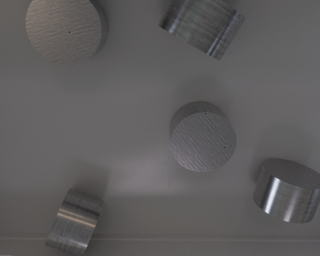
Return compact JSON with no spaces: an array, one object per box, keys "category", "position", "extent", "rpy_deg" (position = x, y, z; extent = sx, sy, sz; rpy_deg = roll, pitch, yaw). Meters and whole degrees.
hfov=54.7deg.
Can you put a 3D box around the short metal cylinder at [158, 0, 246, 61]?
[{"category":"short metal cylinder","position":[0.045,-0.116,0.339],"extent":[0.080,0.080,0.050],"rpy_deg":[27,108,-10]}]

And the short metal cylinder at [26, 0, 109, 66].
[{"category":"short metal cylinder","position":[-0.103,-0.115,0.354],"extent":[0.081,0.050,0.079],"rpy_deg":[0,110,0]}]

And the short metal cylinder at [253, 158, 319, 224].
[{"category":"short metal cylinder","position":[0.171,0.081,0.413],"extent":[0.081,0.080,0.050],"rpy_deg":[9,110,-4]}]

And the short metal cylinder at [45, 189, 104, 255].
[{"category":"short metal cylinder","position":[-0.117,0.130,0.429],"extent":[0.050,0.080,0.080],"rpy_deg":[23,109,-8]}]

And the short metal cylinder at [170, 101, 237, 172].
[{"category":"short metal cylinder","position":[0.053,0.010,0.402],"extent":[0.081,0.050,0.079],"rpy_deg":[0,110,0]}]
